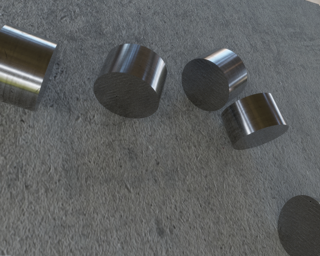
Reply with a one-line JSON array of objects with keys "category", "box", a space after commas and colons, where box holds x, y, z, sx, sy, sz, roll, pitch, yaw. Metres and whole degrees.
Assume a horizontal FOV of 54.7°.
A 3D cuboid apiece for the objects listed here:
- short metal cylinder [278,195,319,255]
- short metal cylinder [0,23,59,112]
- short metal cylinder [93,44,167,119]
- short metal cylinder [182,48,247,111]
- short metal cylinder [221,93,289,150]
[{"category": "short metal cylinder", "box": [0.200, 0.130, 0.396, 0.050, 0.080, 0.080, 16, 56, -20]}, {"category": "short metal cylinder", "box": [-0.145, -0.062, 0.328, 0.050, 0.080, 0.080, 19, 55, -17]}, {"category": "short metal cylinder", "box": [-0.035, -0.056, 0.384, 0.080, 0.080, 0.050, 24, 53, -14]}, {"category": "short metal cylinder", "box": [0.079, -0.071, 0.454, 0.050, 0.080, 0.080, -35, 81, -38]}, {"category": "short metal cylinder", "box": [0.135, -0.008, 0.446, 0.081, 0.080, 0.050, -3, 64, -30]}]
